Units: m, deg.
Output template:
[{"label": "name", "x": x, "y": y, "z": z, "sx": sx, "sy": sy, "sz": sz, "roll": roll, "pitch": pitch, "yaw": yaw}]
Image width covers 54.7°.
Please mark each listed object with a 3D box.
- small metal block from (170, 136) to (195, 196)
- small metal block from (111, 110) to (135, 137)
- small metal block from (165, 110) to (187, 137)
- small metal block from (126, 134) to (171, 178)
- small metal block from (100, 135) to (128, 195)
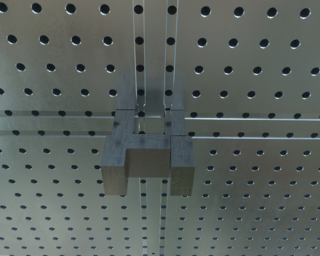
[{"label": "small metal block", "x": 0.025, "y": 0.045, "z": 0.366, "sx": 0.025, "sy": 0.050, "sz": 0.050, "roll": 1, "pitch": 130, "yaw": -1}, {"label": "small metal block", "x": -0.046, "y": 0.012, "z": 0.403, "sx": 0.025, "sy": 0.050, "sz": 0.050, "roll": 0, "pitch": 130, "yaw": -1}, {"label": "small metal block", "x": 0.019, "y": 0.012, "z": 0.405, "sx": 0.025, "sy": 0.050, "sz": 0.050, "roll": -1, "pitch": 130, "yaw": 0}, {"label": "small metal block", "x": -0.014, "y": 0.034, "z": 0.376, "sx": 0.050, "sy": 0.025, "sz": 0.050, "roll": 0, "pitch": 130, "yaw": -1}, {"label": "small metal block", "x": -0.051, "y": 0.044, "z": 0.365, "sx": 0.025, "sy": 0.050, "sz": 0.050, "roll": 1, "pitch": 130, "yaw": -1}]
